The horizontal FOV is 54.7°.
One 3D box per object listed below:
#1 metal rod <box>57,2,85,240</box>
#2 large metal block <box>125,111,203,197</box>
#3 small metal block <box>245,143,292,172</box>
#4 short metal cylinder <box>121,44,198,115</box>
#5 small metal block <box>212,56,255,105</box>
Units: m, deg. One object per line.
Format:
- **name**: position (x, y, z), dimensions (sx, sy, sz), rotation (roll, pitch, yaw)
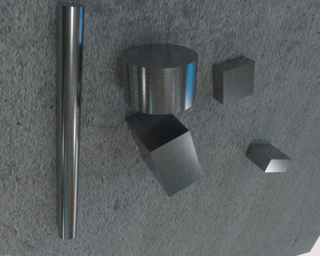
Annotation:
- **metal rod**: position (-0.105, 0.015, 0.358), dimensions (0.025, 0.025, 0.298), rotation (-5, 121, -26)
- **large metal block**: position (0.005, 0.025, 0.391), dimensions (0.050, 0.080, 0.080), rotation (-29, 129, -11)
- **small metal block**: position (0.183, 0.050, 0.524), dimensions (0.050, 0.050, 0.025), rotation (4, 117, -31)
- **short metal cylinder**: position (0.000, -0.056, 0.338), dimensions (0.081, 0.080, 0.050), rotation (-14, 124, -21)
- **small metal block**: position (0.101, -0.065, 0.424), dimensions (0.050, 0.025, 0.050), rotation (-21, 127, -17)
